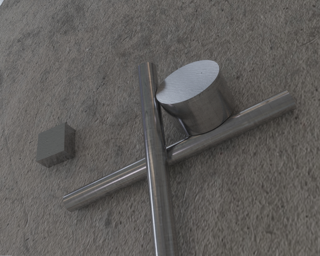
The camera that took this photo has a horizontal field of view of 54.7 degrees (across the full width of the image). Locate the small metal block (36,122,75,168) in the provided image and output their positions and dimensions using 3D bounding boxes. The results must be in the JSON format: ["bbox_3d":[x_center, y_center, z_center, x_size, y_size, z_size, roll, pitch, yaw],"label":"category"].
[{"bbox_3d":[-0.157,0.026,0.470,0.050,0.025,0.050,-21,54,15],"label":"small metal block"}]

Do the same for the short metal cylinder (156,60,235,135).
[{"bbox_3d":[0.043,-0.037,0.373,0.080,0.050,0.080,-23,34,17],"label":"short metal cylinder"}]

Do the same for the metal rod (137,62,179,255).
[{"bbox_3d":[-0.002,0.056,0.342,0.025,0.025,0.299,-16,64,19],"label":"metal rod"}]

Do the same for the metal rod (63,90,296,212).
[{"bbox_3d":[0.014,0.033,0.376,0.300,0.025,0.025,-26,53,11],"label":"metal rod"}]
